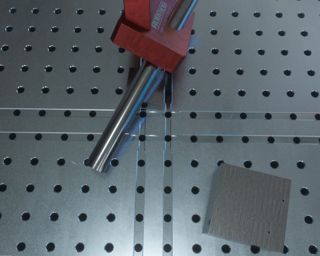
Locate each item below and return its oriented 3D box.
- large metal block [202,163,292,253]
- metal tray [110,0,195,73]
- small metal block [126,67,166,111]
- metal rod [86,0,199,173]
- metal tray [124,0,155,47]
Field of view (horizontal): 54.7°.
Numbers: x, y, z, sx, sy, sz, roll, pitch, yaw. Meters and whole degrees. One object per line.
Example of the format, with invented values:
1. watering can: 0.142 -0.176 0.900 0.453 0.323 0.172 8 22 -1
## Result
1. large metal block: 0.101 0.094 0.365 0.080 0.050 0.080 14 71 4
2. metal tray: -0.004 -0.140 0.418 0.090 0.030 0.130 26 45 -12
3. small metal block: -0.020 -0.054 0.431 0.050 0.025 0.050 6 70 2
4. metal rod: -0.011 -0.080 0.405 0.025 0.025 0.299 27 82 9
5. metal tray: -0.023 -0.172 0.410 0.030 0.089 0.130 2 39 3
